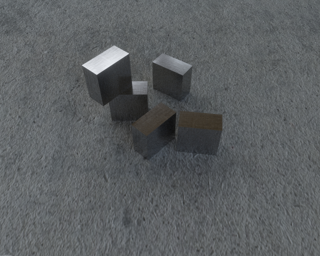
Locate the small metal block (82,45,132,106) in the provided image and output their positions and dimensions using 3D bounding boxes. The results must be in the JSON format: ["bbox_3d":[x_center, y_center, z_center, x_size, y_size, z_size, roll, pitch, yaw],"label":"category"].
[{"bbox_3d":[-0.062,-0.063,0.374,0.025,0.050,0.050,33,58,25],"label":"small metal block"}]

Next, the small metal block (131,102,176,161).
[{"bbox_3d":[-0.007,0.004,0.383,0.025,0.050,0.050,36,59,26],"label":"small metal block"}]

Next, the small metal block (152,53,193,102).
[{"bbox_3d":[0.017,-0.073,0.448,0.050,0.050,0.025,28,56,21],"label":"small metal block"}]

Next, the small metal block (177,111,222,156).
[{"bbox_3d":[0.048,0.007,0.381,0.050,0.050,0.025,6,51,5],"label":"small metal block"}]

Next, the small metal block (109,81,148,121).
[{"bbox_3d":[-0.041,-0.036,0.416,0.050,0.050,0.025,-1,50,-1],"label":"small metal block"}]
